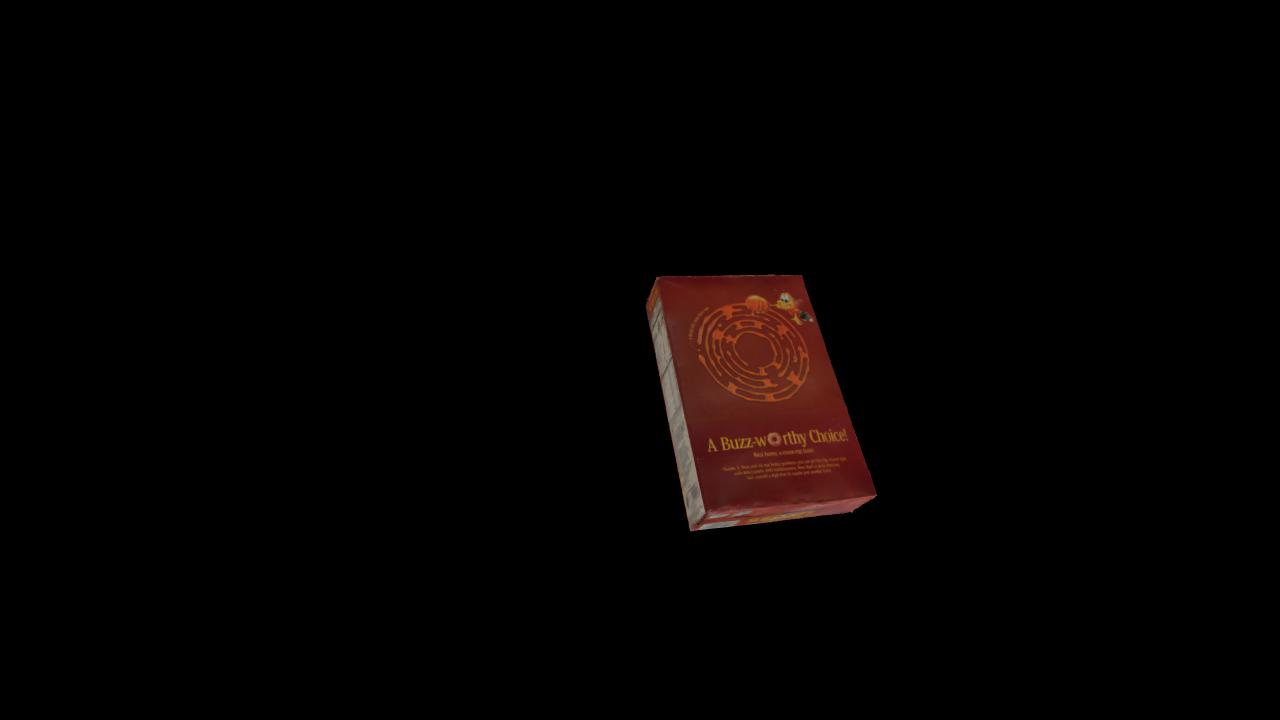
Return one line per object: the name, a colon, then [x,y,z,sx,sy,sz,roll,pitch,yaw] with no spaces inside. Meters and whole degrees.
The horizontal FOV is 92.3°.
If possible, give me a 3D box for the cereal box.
cereal box: [0.133,0.037,0.740,0.203,0.306,0.081,-3,-29,-15]
